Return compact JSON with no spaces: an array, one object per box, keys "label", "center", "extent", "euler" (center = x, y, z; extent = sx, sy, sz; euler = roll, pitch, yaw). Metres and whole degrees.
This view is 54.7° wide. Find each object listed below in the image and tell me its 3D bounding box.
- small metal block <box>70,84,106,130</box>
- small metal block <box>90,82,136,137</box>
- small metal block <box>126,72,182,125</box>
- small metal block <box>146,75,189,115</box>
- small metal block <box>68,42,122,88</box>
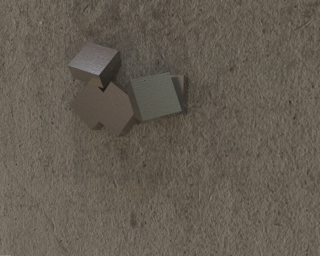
[{"label":"small metal block","center":[-0.091,-0.032,0.441],"extent":[0.050,0.025,0.050],"euler":[-46,76,14]},{"label":"small metal block","center":[-0.053,-0.024,0.400],"extent":[0.050,0.025,0.050],"euler":[39,102,15]},{"label":"small metal block","center":[-0.008,-0.035,0.372],"extent":[0.050,0.025,0.050],"euler":[-15,84,-21]},{"label":"small metal block","center":[0.009,-0.043,0.406],"extent":[0.050,0.025,0.050],"euler":[2,91,19]},{"label":"small metal block","center":[-0.089,-0.088,0.428],"extent":[0.050,0.025,0.050],"euler":[20,60,18]}]
